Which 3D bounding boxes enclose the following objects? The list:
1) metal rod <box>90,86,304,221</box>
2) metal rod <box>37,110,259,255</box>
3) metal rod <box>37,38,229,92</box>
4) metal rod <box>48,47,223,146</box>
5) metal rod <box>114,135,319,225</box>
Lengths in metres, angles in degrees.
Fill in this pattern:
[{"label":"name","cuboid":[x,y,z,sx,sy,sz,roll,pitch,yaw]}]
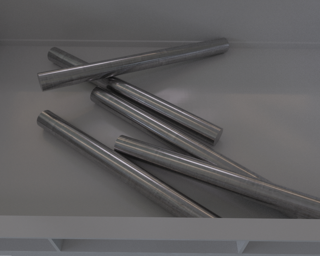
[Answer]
[{"label":"metal rod","cuboid":[0.029,0.020,0.388,0.300,0.025,0.025,30,56,22]},{"label":"metal rod","cuboid":[-0.032,0.054,0.359,0.300,0.025,0.025,29,56,22]},{"label":"metal rod","cuboid":[-0.024,-0.100,0.464,0.302,0.025,0.025,-17,52,-24]},{"label":"metal rod","cuboid":[-0.049,-0.054,0.449,0.300,0.025,0.025,28,55,21]},{"label":"metal rod","cuboid":[0.084,0.060,0.332,0.301,0.025,0.025,16,52,22]}]
